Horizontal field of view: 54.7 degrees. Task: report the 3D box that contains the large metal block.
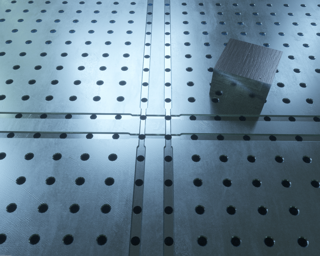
[{"bbox_3d":[0.128,-0.082,0.462,0.080,0.050,0.080,20,53,15],"label":"large metal block"}]
